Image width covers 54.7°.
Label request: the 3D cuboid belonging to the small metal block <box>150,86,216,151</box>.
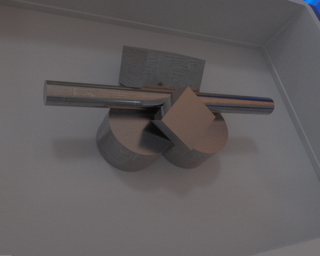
[{"bbox_3d":[0.027,-0.011,0.348,0.050,0.025,0.050,45,70,-21],"label":"small metal block"}]

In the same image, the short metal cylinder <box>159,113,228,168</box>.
[{"bbox_3d":[0.042,0.007,0.408,0.081,0.050,0.080,14,56,-21],"label":"short metal cylinder"}]

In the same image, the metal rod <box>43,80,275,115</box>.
[{"bbox_3d":[0.021,-0.033,0.373,0.303,0.025,0.025,1,62,-28],"label":"metal rod"}]

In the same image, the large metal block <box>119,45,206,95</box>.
[{"bbox_3d":[0.000,-0.074,0.408,0.081,0.050,0.080,1,18,-28],"label":"large metal block"}]

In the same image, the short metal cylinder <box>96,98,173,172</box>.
[{"bbox_3d":[-0.030,0.006,0.370,0.081,0.050,0.080,14,56,-21],"label":"short metal cylinder"}]
